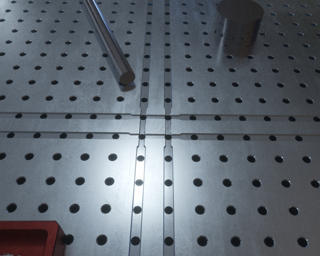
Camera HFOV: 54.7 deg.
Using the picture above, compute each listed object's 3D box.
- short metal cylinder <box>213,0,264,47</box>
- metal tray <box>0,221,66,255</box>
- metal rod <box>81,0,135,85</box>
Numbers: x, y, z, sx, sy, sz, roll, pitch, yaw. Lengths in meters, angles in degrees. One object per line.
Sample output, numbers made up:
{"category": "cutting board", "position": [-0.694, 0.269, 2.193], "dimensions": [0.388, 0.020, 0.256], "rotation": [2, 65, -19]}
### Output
{"category": "short metal cylinder", "position": [0.138, -0.188, 0.551], "dimensions": [0.081, 0.050, 0.080], "rotation": [0, 50, 0]}
{"category": "metal tray", "position": [-0.144, 0.150, 0.275], "dimensions": [0.091, 0.030, 0.130], "rotation": [0, 50, -1]}
{"category": "metal rod", "position": [-0.105, -0.182, 0.559], "dimensions": [0.025, 0.025, 0.300], "rotation": [-17, 52, -14]}
